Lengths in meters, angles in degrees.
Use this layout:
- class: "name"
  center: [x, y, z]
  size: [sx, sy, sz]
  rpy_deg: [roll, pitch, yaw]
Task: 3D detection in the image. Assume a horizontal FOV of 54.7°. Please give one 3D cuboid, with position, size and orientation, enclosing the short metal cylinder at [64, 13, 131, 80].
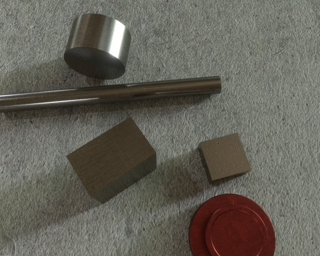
- class: "short metal cylinder"
  center: [-0.083, -0.107, 0.417]
  size: [0.080, 0.080, 0.050]
  rpy_deg: [7, 70, 2]

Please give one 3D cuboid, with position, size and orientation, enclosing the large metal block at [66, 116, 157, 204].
- class: "large metal block"
  center: [-0.052, 0.041, 0.363]
  size: [0.080, 0.080, 0.050]
  rpy_deg: [-33, 74, -11]

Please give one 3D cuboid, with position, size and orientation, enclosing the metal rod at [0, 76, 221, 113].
- class: "metal rod"
  center: [-0.068, -0.046, 0.424]
  size: [0.302, 0.025, 0.025]
  rpy_deg: [-5, 70, -3]

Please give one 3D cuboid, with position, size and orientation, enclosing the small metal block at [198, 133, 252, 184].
- class: "small metal block"
  center: [0.081, 0.039, 0.395]
  size: [0.050, 0.025, 0.050]
  rpy_deg: [-14, 71, -6]

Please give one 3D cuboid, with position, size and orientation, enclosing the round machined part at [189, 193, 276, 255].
- class: "round machined part"
  center: [0.083, 0.124, 0.355]
  size: [0.099, 0.042, 0.098]
  rpy_deg: [0, 70, -1]
